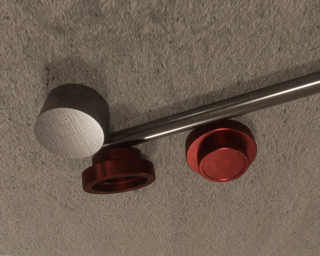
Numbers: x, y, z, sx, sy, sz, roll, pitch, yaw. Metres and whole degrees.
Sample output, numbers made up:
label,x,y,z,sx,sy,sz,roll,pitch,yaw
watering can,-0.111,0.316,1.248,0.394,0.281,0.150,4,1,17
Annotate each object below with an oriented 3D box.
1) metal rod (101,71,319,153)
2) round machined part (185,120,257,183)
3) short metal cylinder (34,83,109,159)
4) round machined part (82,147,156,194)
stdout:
label,x,y,z,sx,sy,sz,roll,pitch,yaw
metal rod,0.058,-0.016,0.394,0.301,0.025,0.025,-16,129,13
round machined part,0.086,0.038,0.430,0.099,0.042,0.097,-1,130,0
short metal cylinder,-0.106,-0.008,0.383,0.081,0.050,0.079,0,130,0
round machined part,-0.057,0.058,0.428,0.099,0.042,0.098,-9,157,-4
